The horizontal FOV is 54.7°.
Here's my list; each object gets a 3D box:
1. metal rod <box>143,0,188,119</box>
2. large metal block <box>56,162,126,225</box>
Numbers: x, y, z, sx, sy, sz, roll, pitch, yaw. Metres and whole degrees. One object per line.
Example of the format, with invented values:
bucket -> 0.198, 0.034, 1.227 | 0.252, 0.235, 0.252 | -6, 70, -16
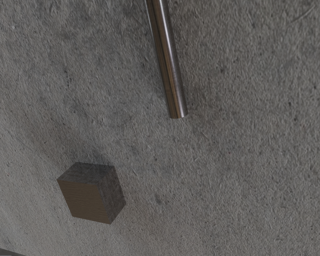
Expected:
metal rod -> -0.008, -0.148, 0.319 | 0.025, 0.025, 0.298 | 1, 119, 28
large metal block -> -0.112, 0.107, 0.516 | 0.080, 0.050, 0.080 | 2, 119, 27
